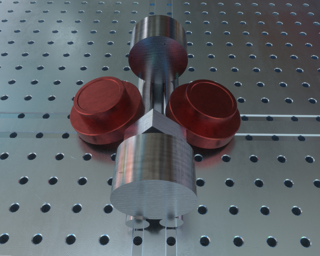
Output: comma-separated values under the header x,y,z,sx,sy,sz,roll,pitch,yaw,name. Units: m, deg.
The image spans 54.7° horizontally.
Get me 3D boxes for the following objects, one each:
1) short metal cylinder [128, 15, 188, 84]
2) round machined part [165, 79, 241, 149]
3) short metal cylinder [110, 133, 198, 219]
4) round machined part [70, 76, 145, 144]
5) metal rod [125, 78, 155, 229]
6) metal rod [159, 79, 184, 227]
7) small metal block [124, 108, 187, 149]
x,y,z,sx,sy,sz,roll,pitch,yaw,name
-0.002,-0.109,0.435,0.080,0.080,0.050,1,50,0,short metal cylinder
0.059,-0.025,0.400,0.099,0.042,0.098,10,49,-11,round machined part
-0.005,0.049,0.302,0.080,0.080,0.050,1,50,0,short metal cylinder
-0.072,-0.030,0.405,0.098,0.042,0.098,-9,49,11,round machined part
-0.021,-0.015,0.419,0.025,0.025,0.300,1,50,1,metal rod
0.014,-0.016,0.420,0.025,0.025,0.300,1,50,1,metal rod
-0.006,0.011,0.351,0.050,0.050,0.025,30,42,-30,small metal block
